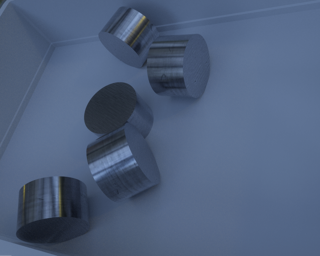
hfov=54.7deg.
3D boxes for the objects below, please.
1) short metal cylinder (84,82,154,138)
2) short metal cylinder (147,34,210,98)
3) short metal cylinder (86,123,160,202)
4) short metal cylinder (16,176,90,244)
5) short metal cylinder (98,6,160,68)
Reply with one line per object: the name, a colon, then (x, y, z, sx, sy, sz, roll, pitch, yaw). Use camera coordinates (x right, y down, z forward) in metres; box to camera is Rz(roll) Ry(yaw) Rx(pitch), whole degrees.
short metal cylinder: (-0.056, -0.016, 0.427, 0.080, 0.050, 0.080, -13, 56, 20)
short metal cylinder: (0.026, -0.081, 0.405, 0.050, 0.080, 0.080, 7, 65, 31)
short metal cylinder: (-0.042, 0.040, 0.366, 0.050, 0.080, 0.080, -28, 52, 10)
short metal cylinder: (-0.128, 0.100, 0.374, 0.080, 0.080, 0.050, -24, 53, 13)
short metal cylinder: (-0.047, -0.139, 0.478, 0.080, 0.080, 0.050, 25, 75, 36)
